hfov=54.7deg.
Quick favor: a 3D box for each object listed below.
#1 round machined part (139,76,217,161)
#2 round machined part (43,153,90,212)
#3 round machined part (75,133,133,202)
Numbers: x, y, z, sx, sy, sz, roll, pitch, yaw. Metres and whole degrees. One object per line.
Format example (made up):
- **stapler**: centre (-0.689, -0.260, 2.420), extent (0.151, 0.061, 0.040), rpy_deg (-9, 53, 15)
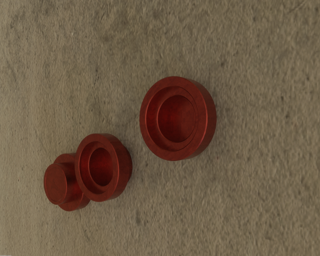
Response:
- **round machined part**: centre (0.025, -0.011, 0.372), extent (0.098, 0.042, 0.097), rpy_deg (0, 90, 39)
- **round machined part**: centre (-0.160, 0.092, 0.522), extent (0.098, 0.042, 0.097), rpy_deg (0, 90, 39)
- **round machined part**: centre (-0.079, 0.056, 0.457), extent (0.098, 0.042, 0.097), rpy_deg (0, 90, 39)
